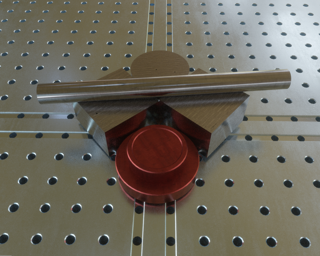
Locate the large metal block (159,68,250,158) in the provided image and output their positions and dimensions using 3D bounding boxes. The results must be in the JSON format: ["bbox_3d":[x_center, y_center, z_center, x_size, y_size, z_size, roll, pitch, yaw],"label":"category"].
[{"bbox_3d":[0.055,-0.022,0.402,0.080,0.050,0.080,35,59,25],"label":"large metal block"}]

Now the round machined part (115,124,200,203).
[{"bbox_3d":[-0.003,0.034,0.362,0.099,0.042,0.098,0,50,0],"label":"round machined part"}]

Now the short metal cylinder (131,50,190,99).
[{"bbox_3d":[0.000,-0.066,0.442,0.081,0.050,0.080,0,50,0],"label":"short metal cylinder"}]

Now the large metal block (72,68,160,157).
[{"bbox_3d":[-0.058,-0.023,0.405,0.081,0.050,0.080,-32,59,-25],"label":"large metal block"}]

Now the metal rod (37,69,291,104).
[{"bbox_3d":[0.007,-0.051,0.378,0.302,0.025,0.025,-4,50,-3],"label":"metal rod"}]
